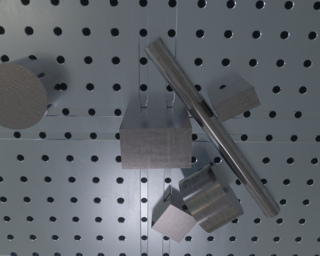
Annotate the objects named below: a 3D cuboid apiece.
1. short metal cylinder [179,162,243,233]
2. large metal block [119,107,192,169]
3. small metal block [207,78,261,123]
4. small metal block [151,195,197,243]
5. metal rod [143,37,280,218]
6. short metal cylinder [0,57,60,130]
[{"bbox_3d":[0.069,0.093,0.419,0.050,0.080,0.080,-34,107,12],"label":"short metal cylinder"},{"bbox_3d":[-0.004,0.010,0.388,0.080,0.080,0.050,-1,110,0],"label":"large metal block"},{"bbox_3d":[0.091,-0.036,0.387,0.050,0.050,0.025,-25,108,9],"label":"small metal block"},{"bbox_3d":[0.022,0.136,0.464,0.050,0.025,0.050,32,107,-11],"label":"small metal block"},{"bbox_3d":[0.078,0.011,0.417,0.025,0.025,0.300,-35,107,12],"label":"metal rod"},{"bbox_3d":[-0.171,-0.044,0.382,0.081,0.050,0.079,0,110,0],"label":"short metal cylinder"}]
